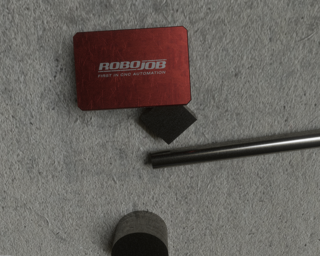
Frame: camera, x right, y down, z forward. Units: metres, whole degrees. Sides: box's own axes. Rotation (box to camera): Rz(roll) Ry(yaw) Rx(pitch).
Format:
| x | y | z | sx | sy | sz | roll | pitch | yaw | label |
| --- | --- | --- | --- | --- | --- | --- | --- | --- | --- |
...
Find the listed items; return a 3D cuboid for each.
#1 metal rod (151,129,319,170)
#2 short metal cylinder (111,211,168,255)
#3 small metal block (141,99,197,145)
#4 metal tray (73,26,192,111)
| x | y | z | sx | sy | sz | roll | pitch | yaw | label |
| --- | --- | --- | --- | --- | --- | --- | --- | --- | --- |
| 0.139 | 0.024 | 0.420 | 0.302 | 0.025 | 0.025 | -8 | 110 | 2 | metal rod |
| -0.028 | 0.171 | 0.459 | 0.081 | 0.050 | 0.079 | 0 | 110 | 0 | short metal cylinder |
| 0.012 | -0.015 | 0.404 | 0.050 | 0.025 | 0.050 | -43 | 105 | 14 | small metal block |
| -0.031 | -0.068 | 0.367 | 0.131 | 0.030 | 0.089 | -3 | 92 | 1 | metal tray |
